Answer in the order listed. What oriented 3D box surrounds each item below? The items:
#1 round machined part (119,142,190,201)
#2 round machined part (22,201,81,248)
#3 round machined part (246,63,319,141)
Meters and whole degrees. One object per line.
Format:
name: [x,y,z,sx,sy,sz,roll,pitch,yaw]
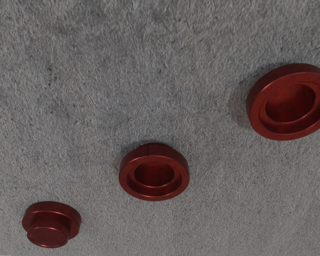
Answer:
round machined part: [-0.008,0.059,0.446,0.099,0.042,0.097,0,130,0]
round machined part: [-0.192,0.175,0.543,0.099,0.042,0.097,0,130,0]
round machined part: [0.151,-0.034,0.368,0.099,0.042,0.097,0,130,0]
